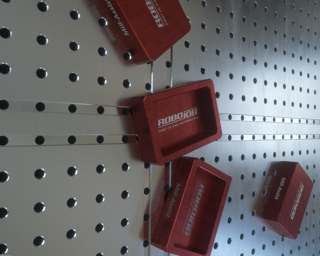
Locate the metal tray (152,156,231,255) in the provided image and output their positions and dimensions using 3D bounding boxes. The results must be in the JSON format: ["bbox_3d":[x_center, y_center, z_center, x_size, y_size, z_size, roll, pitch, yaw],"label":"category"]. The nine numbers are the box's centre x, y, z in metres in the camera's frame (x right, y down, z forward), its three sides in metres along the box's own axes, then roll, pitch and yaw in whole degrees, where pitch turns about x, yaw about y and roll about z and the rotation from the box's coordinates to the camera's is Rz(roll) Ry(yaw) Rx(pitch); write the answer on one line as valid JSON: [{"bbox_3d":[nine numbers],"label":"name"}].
[{"bbox_3d":[0.050,0.116,0.446,0.090,0.030,0.130,31,71,-36],"label":"metal tray"}]

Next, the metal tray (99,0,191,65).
[{"bbox_3d":[-0.023,-0.157,0.385,0.090,0.030,0.130,-46,118,-30],"label":"metal tray"}]

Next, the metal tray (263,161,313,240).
[{"bbox_3d":[0.260,0.143,0.623,0.090,0.030,0.130,44,63,-31],"label":"metal tray"}]

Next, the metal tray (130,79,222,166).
[{"bbox_3d":[0.028,-0.012,0.427,0.131,0.030,0.090,-20,103,-38],"label":"metal tray"}]
